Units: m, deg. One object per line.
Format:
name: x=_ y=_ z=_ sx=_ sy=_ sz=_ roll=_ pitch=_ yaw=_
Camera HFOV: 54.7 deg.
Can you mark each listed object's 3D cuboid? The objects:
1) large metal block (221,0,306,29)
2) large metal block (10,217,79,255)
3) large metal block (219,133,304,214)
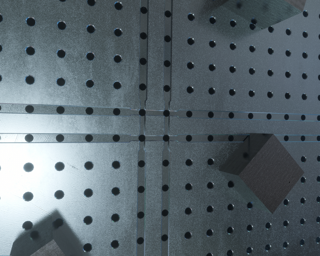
large metal block: x=0.149 y=-0.192 z=0.440 sx=0.080 sy=0.080 sz=0.050 roll=21 pitch=83 yaw=-19
large metal block: x=-0.118 y=0.155 z=0.340 sx=0.050 sy=0.080 sz=0.080 roll=-34 pitch=101 yaw=-17
large metal block: x=0.149 y=0.064 z=0.457 sx=0.080 sy=0.050 sz=0.080 roll=-46 pitch=105 yaw=-14
